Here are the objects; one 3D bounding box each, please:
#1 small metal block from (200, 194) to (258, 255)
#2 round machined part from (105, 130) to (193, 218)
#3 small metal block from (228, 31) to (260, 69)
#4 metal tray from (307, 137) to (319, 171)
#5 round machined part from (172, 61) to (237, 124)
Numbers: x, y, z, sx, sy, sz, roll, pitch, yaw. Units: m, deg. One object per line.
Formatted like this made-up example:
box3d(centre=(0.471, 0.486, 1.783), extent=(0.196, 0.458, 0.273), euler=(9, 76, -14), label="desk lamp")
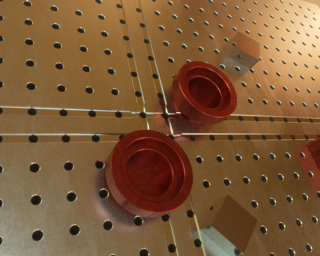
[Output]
box3d(centre=(0.085, 0.119, 0.381), extent=(0.050, 0.025, 0.050), euler=(41, 51, 0), label="small metal block")
box3d(centre=(-0.015, 0.054, 0.356), extent=(0.099, 0.042, 0.098), euler=(14, 56, -21), label="round machined part")
box3d(centre=(0.159, -0.147, 0.583), extent=(0.050, 0.025, 0.050), euler=(25, 53, -13), label="small metal block")
box3d(centre=(0.331, 0.057, 0.548), extent=(0.131, 0.030, 0.090), euler=(-3, 63, -30), label="metal tray")
box3d(centre=(0.061, -0.048, 0.459), extent=(0.099, 0.042, 0.098), euler=(14, 56, -21), label="round machined part")
